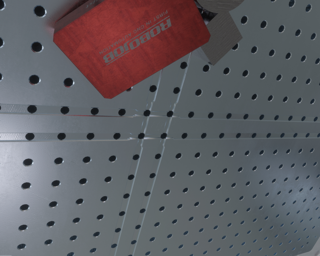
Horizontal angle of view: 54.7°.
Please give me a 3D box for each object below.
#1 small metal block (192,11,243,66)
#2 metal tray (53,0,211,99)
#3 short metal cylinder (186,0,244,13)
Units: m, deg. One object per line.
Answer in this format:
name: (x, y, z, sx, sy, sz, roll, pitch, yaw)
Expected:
small metal block: (0.065, -0.113, 0.377, 0.050, 0.025, 0.050, -44, 130, 2)
metal tray: (-0.026, -0.096, 0.311, 0.130, 0.030, 0.090, -29, 131, 11)
short metal cylinder: (0.054, -0.166, 0.322, 0.081, 0.050, 0.079, -14, 124, -21)
